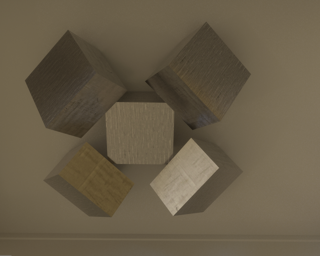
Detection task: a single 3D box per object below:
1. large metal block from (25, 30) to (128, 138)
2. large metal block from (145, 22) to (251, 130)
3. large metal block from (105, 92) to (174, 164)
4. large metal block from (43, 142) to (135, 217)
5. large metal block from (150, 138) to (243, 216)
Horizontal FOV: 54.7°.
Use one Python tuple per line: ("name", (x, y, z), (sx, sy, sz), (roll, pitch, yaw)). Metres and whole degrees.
("large metal block", (-0.097, -0.049, 0.353), (0.080, 0.080, 0.050), (-44, 148, 14))
("large metal block", (0.045, -0.057, 0.353), (0.080, 0.050, 0.080), (45, 61, -14))
("large metal block", (-0.024, -0.001, 0.395), (0.081, 0.050, 0.079), (1, 110, -1))
("large metal block", (-0.093, 0.070, 0.399), (0.080, 0.050, 0.080), (44, 148, -15))
("large metal block", (0.048, 0.064, 0.397), (0.080, 0.050, 0.080), (-50, 148, 15))
